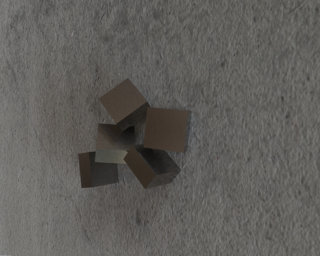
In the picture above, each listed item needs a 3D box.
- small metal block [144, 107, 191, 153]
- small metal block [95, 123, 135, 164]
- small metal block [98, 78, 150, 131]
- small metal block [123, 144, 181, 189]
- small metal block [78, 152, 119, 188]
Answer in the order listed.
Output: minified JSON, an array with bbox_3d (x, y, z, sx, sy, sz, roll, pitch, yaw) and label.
[{"bbox_3d":[0.010,0.001,0.383,0.050,0.025,0.050,7,94,15],"label":"small metal block"},{"bbox_3d":[-0.061,0.021,0.421,0.050,0.050,0.025,-99,18,-49],"label":"small metal block"},{"bbox_3d":[-0.048,-0.033,0.427,0.050,0.025,0.050,-37,63,-4],"label":"small metal block"},{"bbox_3d":[-0.010,0.047,0.395,0.050,0.050,0.025,49,120,28],"label":"small metal block"},{"bbox_3d":[-0.091,0.060,0.461,0.025,0.050,0.050,-12,83,39],"label":"small metal block"}]
